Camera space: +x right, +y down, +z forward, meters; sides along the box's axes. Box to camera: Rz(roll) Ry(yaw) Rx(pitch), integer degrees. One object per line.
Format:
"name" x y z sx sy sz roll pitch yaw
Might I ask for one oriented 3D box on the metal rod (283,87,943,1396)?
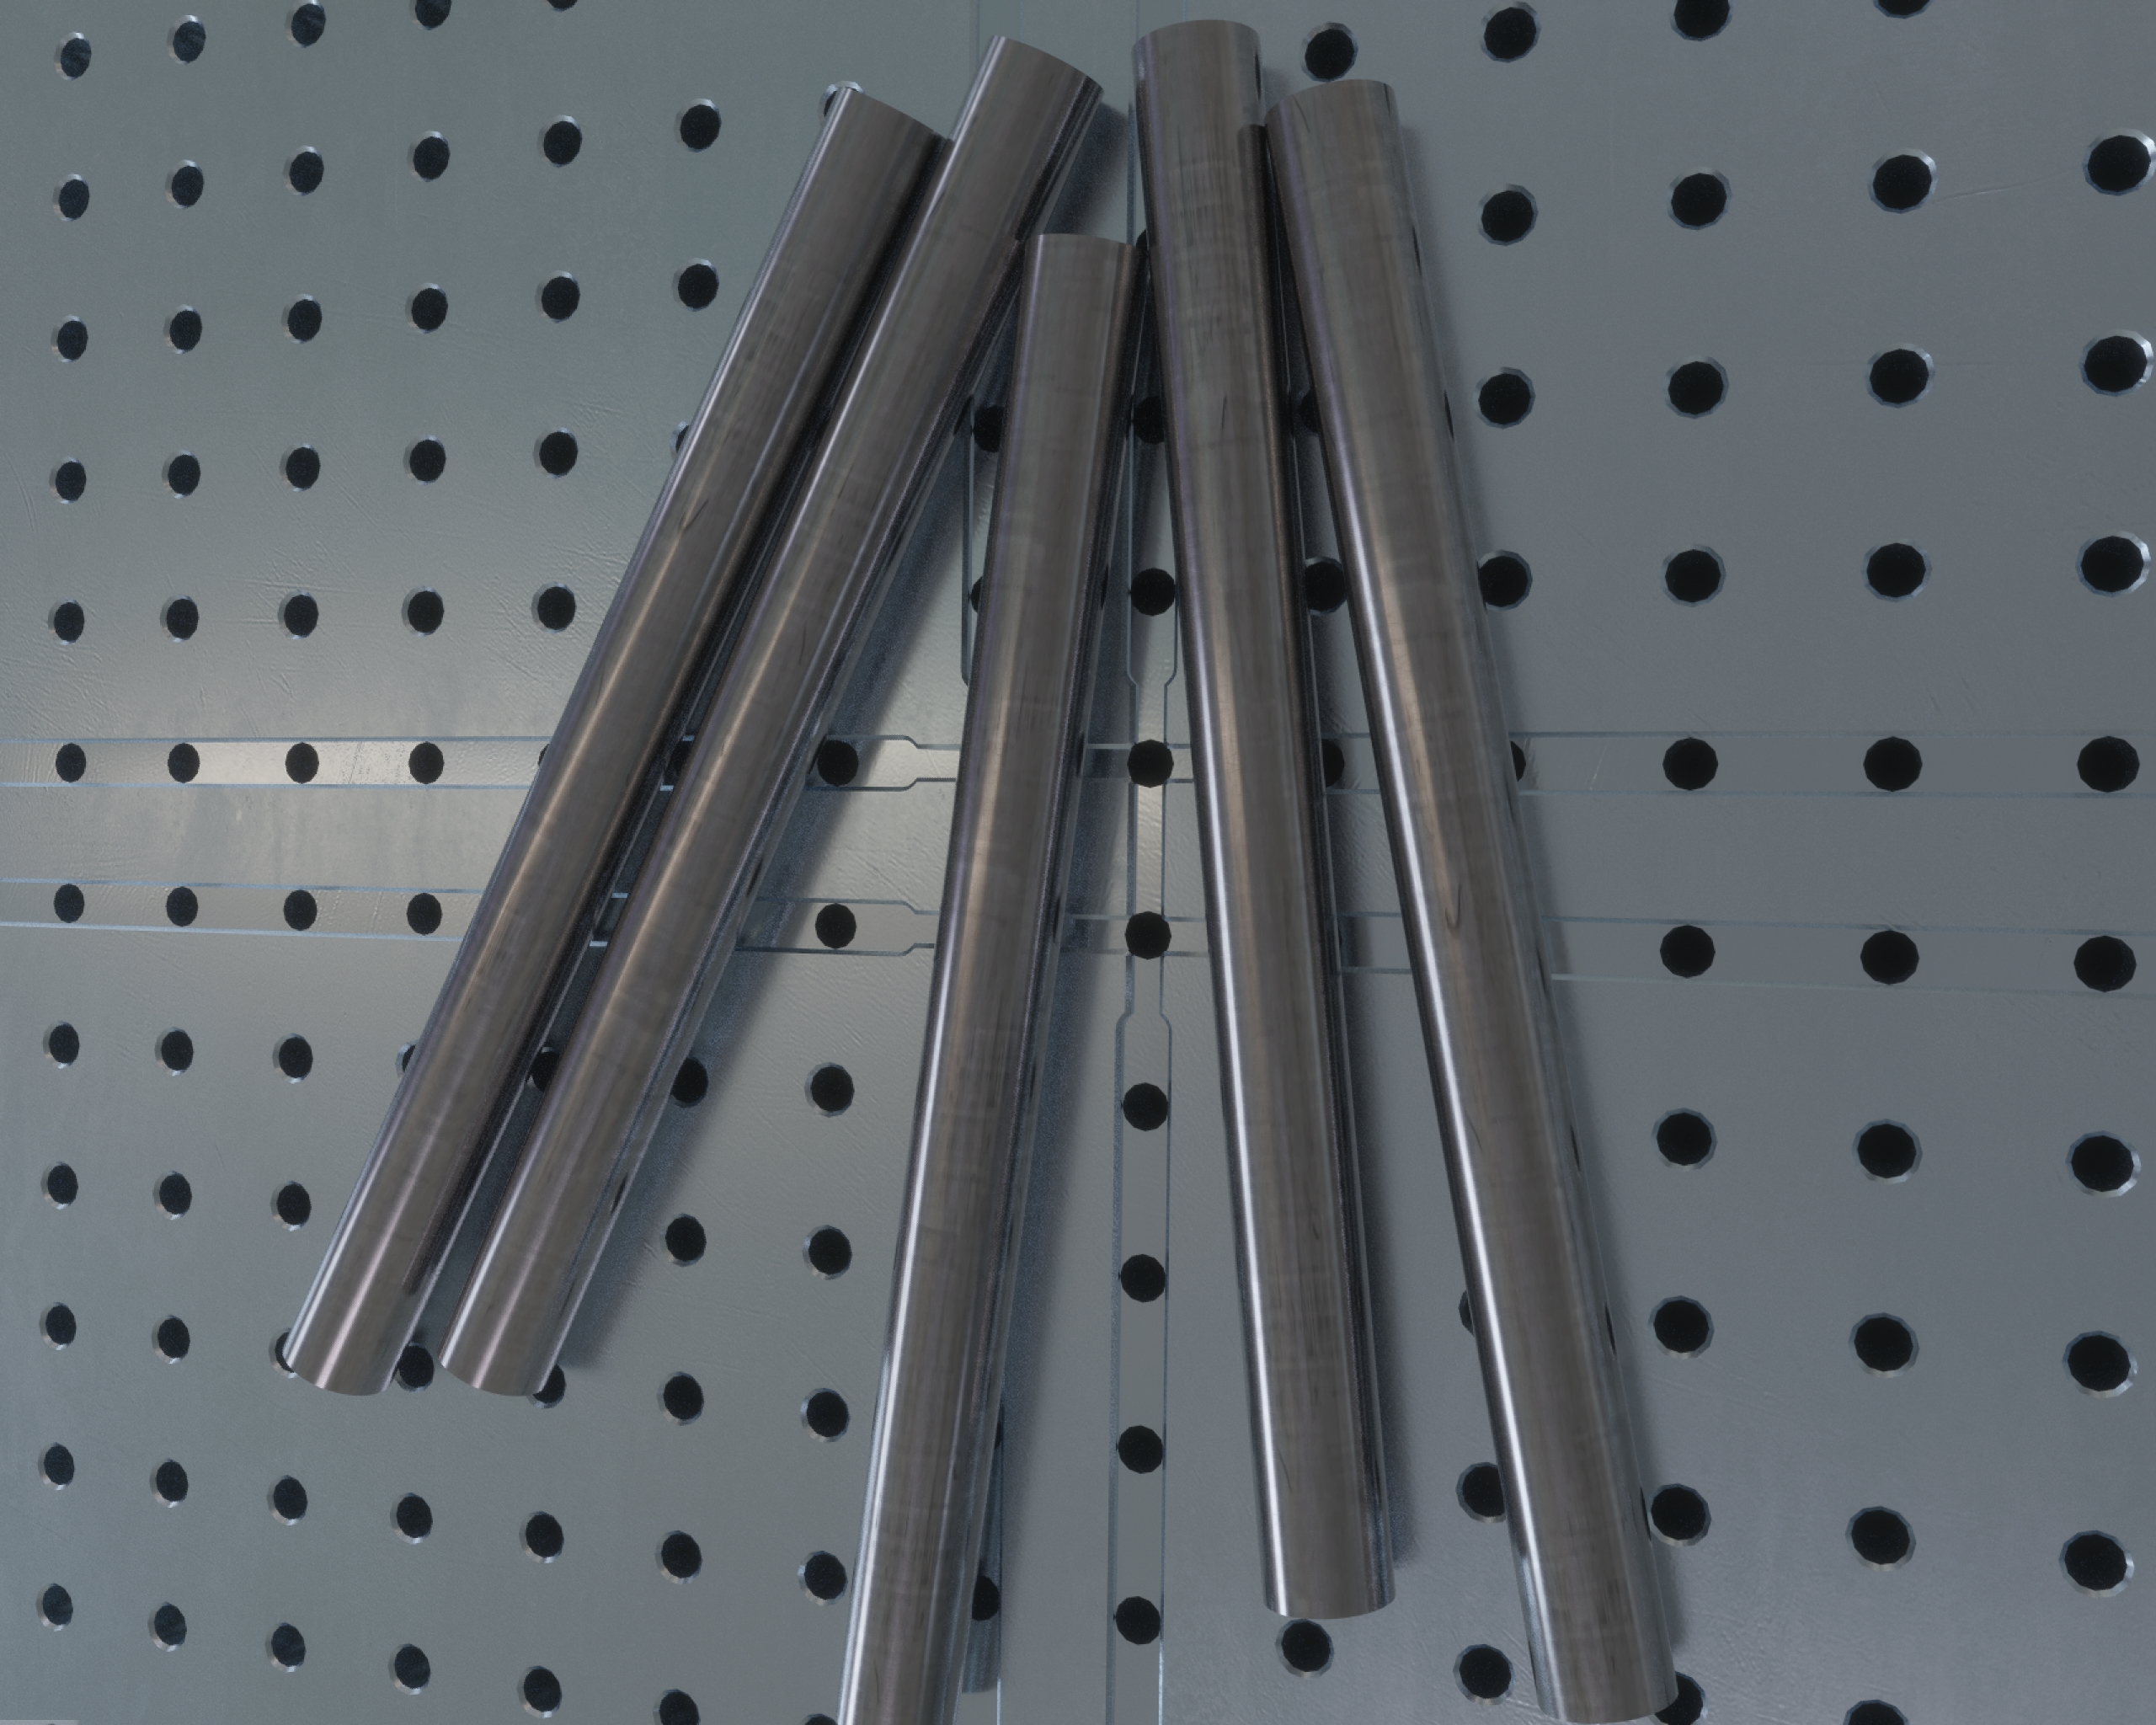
"metal rod" -0.102 -0.019 0.448 0.025 0.025 0.299 29 99 17

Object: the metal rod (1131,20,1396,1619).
"metal rod" 0.035 -0.009 0.400 0.025 0.025 0.298 -5 88 20

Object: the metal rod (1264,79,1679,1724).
"metal rod" 0.072 0.004 0.387 0.025 0.025 0.299 -11 86 20

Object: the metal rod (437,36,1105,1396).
"metal rod" -0.067 -0.024 0.437 0.025 0.025 0.299 27 99 18

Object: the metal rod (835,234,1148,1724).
"metal rod" -0.017 0.027 0.419 0.025 0.025 0.298 9 93 20
